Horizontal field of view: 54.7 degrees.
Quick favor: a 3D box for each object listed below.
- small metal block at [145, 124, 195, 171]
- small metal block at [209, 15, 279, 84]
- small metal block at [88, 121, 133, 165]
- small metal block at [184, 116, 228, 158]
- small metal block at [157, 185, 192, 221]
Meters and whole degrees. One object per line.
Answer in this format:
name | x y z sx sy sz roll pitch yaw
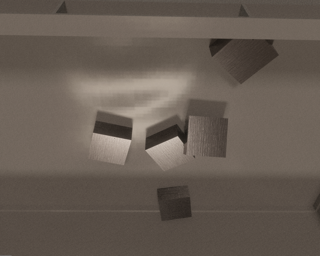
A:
small metal block | 0.014 0.028 0.434 0.050 0.025 0.050 -25 126 19
small metal block | 0.091 -0.084 0.339 0.050 0.025 0.050 35 122 -27
small metal block | -0.068 0.021 0.426 0.050 0.025 0.050 12 129 -11
small metal block | 0.059 0.011 0.402 0.050 0.025 0.050 4 88 -5
small metal block | 0.024 0.124 0.511 0.050 0.025 0.050 -8 126 0
